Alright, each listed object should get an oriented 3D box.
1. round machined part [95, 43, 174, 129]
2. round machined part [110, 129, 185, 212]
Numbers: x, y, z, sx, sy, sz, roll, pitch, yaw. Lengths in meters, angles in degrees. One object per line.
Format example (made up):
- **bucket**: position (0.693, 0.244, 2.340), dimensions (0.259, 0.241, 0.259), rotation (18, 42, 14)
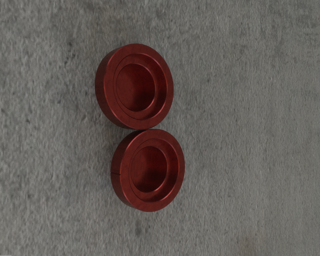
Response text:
- **round machined part**: position (-0.034, -0.047, 0.367), dimensions (0.099, 0.042, 0.097), rotation (0, 90, -40)
- **round machined part**: position (-0.019, 0.050, 0.380), dimensions (0.099, 0.042, 0.097), rotation (0, 90, -40)
